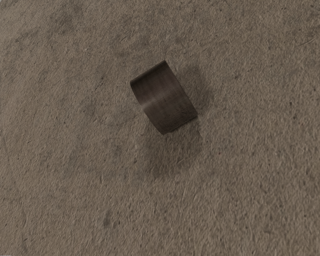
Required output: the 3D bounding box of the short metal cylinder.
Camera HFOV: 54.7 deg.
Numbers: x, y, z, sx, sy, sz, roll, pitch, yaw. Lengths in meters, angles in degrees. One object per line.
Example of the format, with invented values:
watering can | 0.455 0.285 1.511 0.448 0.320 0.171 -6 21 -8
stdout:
short metal cylinder | 0.006 -0.038 0.388 0.050 0.080 0.080 -31 52 8
